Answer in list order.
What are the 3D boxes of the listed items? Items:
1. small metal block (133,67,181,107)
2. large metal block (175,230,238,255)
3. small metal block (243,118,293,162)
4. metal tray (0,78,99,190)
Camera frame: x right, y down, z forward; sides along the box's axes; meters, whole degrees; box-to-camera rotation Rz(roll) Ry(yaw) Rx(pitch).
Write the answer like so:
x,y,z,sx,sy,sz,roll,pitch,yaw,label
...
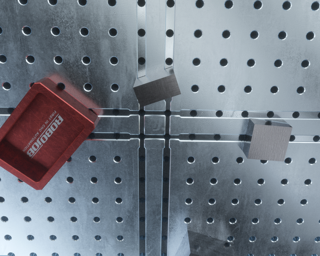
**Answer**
x,y,z,sx,sy,sz,roll,pitch,yaw,label
-0.003,-0.052,0.381,0.050,0.050,0.025,-18,109,6,small metal block
0.067,0.217,0.481,0.080,0.050,0.079,19,109,-8,large metal block
0.145,0.016,0.421,0.050,0.025,0.050,5,110,-2,small metal block
-0.157,0.010,0.412,0.090,0.030,0.130,39,105,-14,metal tray
